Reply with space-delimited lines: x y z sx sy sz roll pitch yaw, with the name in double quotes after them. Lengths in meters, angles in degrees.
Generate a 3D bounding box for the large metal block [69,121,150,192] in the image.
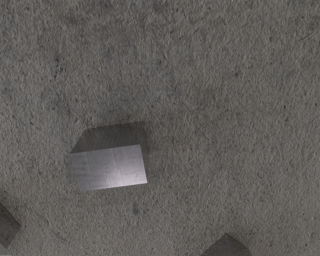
-0.058 0.033 0.392 0.080 0.080 0.050 -8 110 3 "large metal block"

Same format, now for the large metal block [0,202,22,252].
-0.268 0.146 0.448 0.080 0.050 0.080 -28 108 9 "large metal block"

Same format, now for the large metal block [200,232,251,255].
0.097 0.221 0.462 0.050 0.080 0.080 39 105 -13 "large metal block"
